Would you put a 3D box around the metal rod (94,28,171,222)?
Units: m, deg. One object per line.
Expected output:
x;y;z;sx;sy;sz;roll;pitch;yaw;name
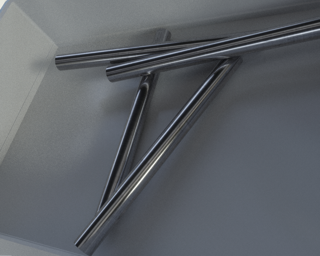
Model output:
-0.031;-0.019;0.433;0.025;0.025;0.300;1;62;29;metal rod

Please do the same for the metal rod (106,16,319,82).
0.063;-0.098;0.398;0.300;0.025;0.025;-7;59;24;metal rod

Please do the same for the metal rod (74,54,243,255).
0.007;0.019;0.376;0.025;0.025;0.300;28;73;37;metal rod

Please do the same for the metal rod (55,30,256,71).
-0.013;-0.109;0.447;0.301;0.025;0.025;-3;60;16;metal rod
